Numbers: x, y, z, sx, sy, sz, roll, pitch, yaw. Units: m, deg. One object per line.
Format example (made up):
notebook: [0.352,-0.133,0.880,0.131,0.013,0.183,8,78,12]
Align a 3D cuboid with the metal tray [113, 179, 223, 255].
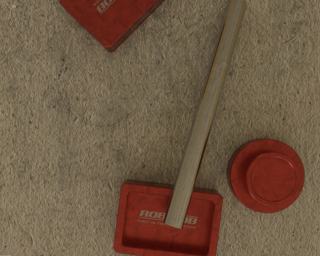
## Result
metal tray: [0.010,0.121,0.407,0.131,0.030,0.089,7,90,-1]

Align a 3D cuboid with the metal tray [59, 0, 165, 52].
metal tray: [-0.053,-0.177,0.407,0.090,0.030,0.130,44,90,-1]

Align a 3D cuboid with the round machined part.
round machined part: [0.141,0.063,0.403,0.099,0.042,0.097,0,90,-1]

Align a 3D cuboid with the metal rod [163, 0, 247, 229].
metal rod: [0.059,-0.024,0.393,0.025,0.025,0.299,17,83,-1]
